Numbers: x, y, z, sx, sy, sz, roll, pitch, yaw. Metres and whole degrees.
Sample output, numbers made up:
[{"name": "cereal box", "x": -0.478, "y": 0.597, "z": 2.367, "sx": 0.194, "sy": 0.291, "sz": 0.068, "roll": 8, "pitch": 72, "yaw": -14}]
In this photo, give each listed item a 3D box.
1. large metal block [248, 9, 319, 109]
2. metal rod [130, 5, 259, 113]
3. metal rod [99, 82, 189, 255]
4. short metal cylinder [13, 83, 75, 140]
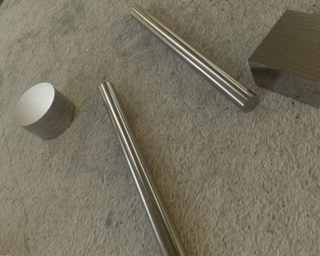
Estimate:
[{"name": "large metal block", "x": 0.162, "y": -0.080, "z": 0.352, "sx": 0.080, "sy": 0.050, "sz": 0.080, "roll": 31, "pitch": 79, "yaw": 38}, {"name": "metal rod", "x": 0.033, "y": -0.118, "z": 0.458, "sx": 0.025, "sy": 0.025, "sz": 0.300, "roll": -40, "pitch": 51, "yaw": 1}, {"name": "metal rod", "x": -0.030, "y": 0.042, "z": 0.393, "sx": 0.025, "sy": 0.025, "sz": 0.300, "roll": -33, "pitch": 51, "yaw": 7}, {"name": "short metal cylinder", "x": -0.187, "y": -0.026, "z": 0.502, "sx": 0.080, "sy": 0.050, "sz": 0.080, "roll": -13, "pitch": 56, "yaw": 21}]
